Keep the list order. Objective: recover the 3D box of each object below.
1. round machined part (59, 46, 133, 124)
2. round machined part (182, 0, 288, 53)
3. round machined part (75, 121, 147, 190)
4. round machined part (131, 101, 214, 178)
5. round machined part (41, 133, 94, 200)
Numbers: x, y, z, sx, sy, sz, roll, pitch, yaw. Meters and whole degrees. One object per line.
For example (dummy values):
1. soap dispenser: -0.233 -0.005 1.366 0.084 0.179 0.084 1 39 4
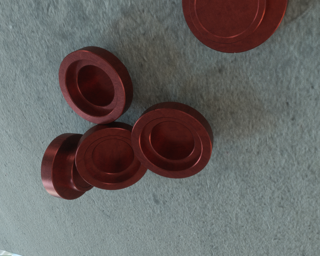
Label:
1. round machined part: -0.077 -0.057 0.399 0.098 0.042 0.097 13 123 21
2. round machined part: 0.066 -0.117 0.288 0.098 0.042 0.097 13 124 20
3. round machined part: -0.065 0.035 0.431 0.099 0.042 0.097 -4 116 -8
4. round machined part: 0.017 0.011 0.386 0.098 0.042 0.097 7 120 13
5. round machined part: -0.122 0.057 0.457 0.042 0.098 0.097 4 120 26
